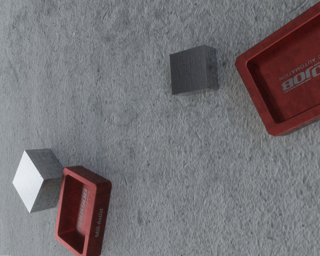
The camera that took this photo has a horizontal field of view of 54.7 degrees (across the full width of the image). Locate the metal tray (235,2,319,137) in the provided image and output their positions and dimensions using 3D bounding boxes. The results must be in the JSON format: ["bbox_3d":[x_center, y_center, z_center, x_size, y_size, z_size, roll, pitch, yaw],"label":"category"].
[{"bbox_3d":[0.145,-0.058,0.282,0.130,0.030,0.090,-32,70,35],"label":"metal tray"}]

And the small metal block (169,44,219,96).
[{"bbox_3d":[0.041,-0.067,0.372,0.050,0.025,0.050,-6,86,39],"label":"small metal block"}]

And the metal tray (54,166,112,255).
[{"bbox_3d":[-0.128,0.136,0.507,0.090,0.030,0.129,17,101,38],"label":"metal tray"}]

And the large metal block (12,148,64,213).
[{"bbox_3d":[-0.221,0.095,0.571,0.080,0.050,0.080,43,116,31],"label":"large metal block"}]
